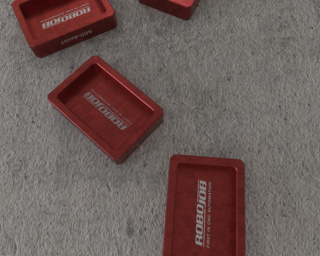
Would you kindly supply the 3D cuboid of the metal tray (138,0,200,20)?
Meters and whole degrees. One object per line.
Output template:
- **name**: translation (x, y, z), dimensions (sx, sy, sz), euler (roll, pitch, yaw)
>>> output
- **metal tray**: translation (0.032, -0.243, 0.494), dimensions (0.090, 0.030, 0.130), euler (24, 72, 8)

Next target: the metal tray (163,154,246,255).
- **metal tray**: translation (0.052, 0.100, 0.368), dimensions (0.091, 0.030, 0.130), euler (5, 70, 1)

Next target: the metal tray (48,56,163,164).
- **metal tray**: translation (-0.071, -0.026, 0.414), dimensions (0.130, 0.030, 0.090), euler (40, 75, 13)

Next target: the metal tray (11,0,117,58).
- **metal tray**: translation (-0.142, -0.171, 0.466), dimensions (0.131, 0.030, 0.090), euler (-26, 72, -9)
